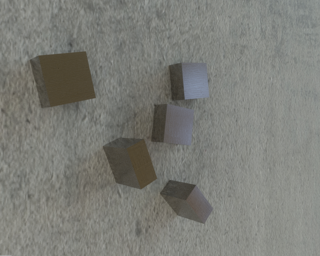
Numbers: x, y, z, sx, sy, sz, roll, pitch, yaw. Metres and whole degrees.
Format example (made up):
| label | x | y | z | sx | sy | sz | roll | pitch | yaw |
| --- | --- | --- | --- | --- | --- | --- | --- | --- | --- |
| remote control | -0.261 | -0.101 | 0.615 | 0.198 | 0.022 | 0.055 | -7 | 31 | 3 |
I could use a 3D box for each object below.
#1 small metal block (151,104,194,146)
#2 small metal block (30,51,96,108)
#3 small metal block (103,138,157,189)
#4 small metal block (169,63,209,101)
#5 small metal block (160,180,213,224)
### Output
| label | x | y | z | sx | sy | sz | roll | pitch | yaw |
| --- | --- | --- | --- | --- | --- | --- | --- | --- | --- |
| small metal block | 0.018 | -0.003 | 0.422 | 0.050 | 0.025 | 0.050 | 9 | 84 | -40 |
| small metal block | -0.100 | -0.050 | 0.322 | 0.050 | 0.025 | 0.050 | -18 | 102 | -39 |
| small metal block | -0.035 | 0.040 | 0.361 | 0.025 | 0.050 | 0.050 | -28 | 108 | -37 |
| small metal block | 0.042 | -0.066 | 0.442 | 0.050 | 0.025 | 0.050 | -10 | 96 | -40 |
| small metal block | 0.036 | 0.100 | 0.421 | 0.025 | 0.050 | 0.050 | -51 | 120 | -28 |
